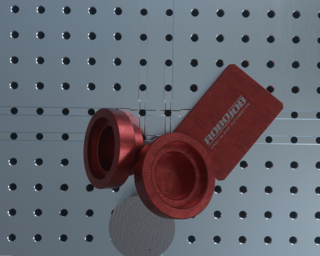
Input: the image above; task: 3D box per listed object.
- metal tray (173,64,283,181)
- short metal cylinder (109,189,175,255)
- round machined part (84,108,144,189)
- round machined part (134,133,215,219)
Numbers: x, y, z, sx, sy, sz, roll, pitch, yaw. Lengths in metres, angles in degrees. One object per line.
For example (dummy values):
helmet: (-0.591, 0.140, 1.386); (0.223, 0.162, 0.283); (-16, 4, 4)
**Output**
metal tray: (0.086, -0.007, 0.412); (0.090, 0.030, 0.130); (40, 90, -1)
short metal cylinder: (-0.022, 0.121, 0.401); (0.081, 0.050, 0.079); (0, 90, -1)
round machined part: (-0.056, 0.026, 0.386); (0.042, 0.098, 0.097); (6, 90, -36)
round machined part: (0.013, 0.057, 0.366); (0.099, 0.042, 0.098); (9, 71, -28)
